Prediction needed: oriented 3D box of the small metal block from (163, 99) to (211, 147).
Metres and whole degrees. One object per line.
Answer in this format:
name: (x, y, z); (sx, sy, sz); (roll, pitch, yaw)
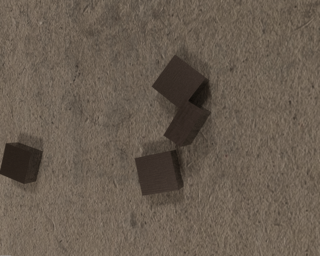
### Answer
small metal block: (0.035, -0.006, 0.383); (0.025, 0.050, 0.050); (34, 101, 16)

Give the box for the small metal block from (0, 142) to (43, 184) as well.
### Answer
small metal block: (-0.217, 0.054, 0.483); (0.050, 0.025, 0.050); (16, 95, 19)

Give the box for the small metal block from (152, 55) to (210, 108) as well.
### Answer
small metal block: (0.027, -0.057, 0.399); (0.050, 0.025, 0.050); (40, 102, 15)

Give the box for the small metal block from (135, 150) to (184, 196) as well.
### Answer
small metal block: (-0.001, 0.059, 0.408); (0.050, 0.025, 0.050); (-13, 86, 19)
